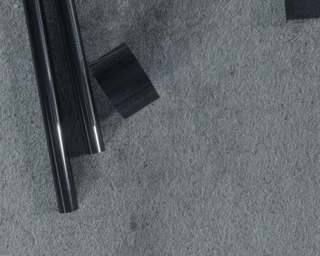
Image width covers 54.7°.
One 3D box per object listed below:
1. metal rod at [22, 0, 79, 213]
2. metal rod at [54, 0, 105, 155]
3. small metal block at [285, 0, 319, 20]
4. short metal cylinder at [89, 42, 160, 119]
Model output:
[{"bbox_3d":[-0.145,-0.038,0.408,0.025,0.025,0.298,-10,90,0],"label":"metal rod"},{"bbox_3d":[-0.115,-0.113,0.408,0.025,0.025,0.298,-12,90,0],"label":"metal rod"},{"bbox_3d":[0.196,-0.174,0.411,0.050,0.025,0.050,-4,90,0],"label":"small metal block"},{"bbox_3d":[-0.043,-0.057,0.382,0.050,0.080,0.080,-33,90,0],"label":"short metal cylinder"}]
